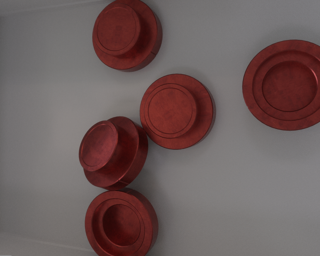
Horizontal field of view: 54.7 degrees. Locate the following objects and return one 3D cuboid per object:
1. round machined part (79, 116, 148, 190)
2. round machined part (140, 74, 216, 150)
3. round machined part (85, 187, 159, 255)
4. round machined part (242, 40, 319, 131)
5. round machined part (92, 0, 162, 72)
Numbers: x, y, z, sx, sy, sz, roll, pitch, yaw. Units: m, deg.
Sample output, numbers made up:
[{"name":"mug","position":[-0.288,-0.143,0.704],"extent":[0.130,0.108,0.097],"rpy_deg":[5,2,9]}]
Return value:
[{"name":"round machined part","position":[-0.067,0.029,0.403],"extent":[0.098,0.042,0.098],"rpy_deg":[-18,58,31]},{"name":"round machined part","position":[0.019,-0.021,0.395],"extent":[0.098,0.042,0.097],"rpy_deg":[0,90,20]},{"name":"round machined part","position":[-0.048,0.128,0.418],"extent":[0.098,0.042,0.097],"rpy_deg":[0,91,20]},{"name":"round machined part","position":[0.145,-0.046,0.350],"extent":[0.098,0.042,0.097],"rpy_deg":[0,90,20]},{"name":"round machined part","position":[-0.050,-0.128,0.419],"extent":[0.098,0.042,0.097],"rpy_deg":[0,90,20]}]
